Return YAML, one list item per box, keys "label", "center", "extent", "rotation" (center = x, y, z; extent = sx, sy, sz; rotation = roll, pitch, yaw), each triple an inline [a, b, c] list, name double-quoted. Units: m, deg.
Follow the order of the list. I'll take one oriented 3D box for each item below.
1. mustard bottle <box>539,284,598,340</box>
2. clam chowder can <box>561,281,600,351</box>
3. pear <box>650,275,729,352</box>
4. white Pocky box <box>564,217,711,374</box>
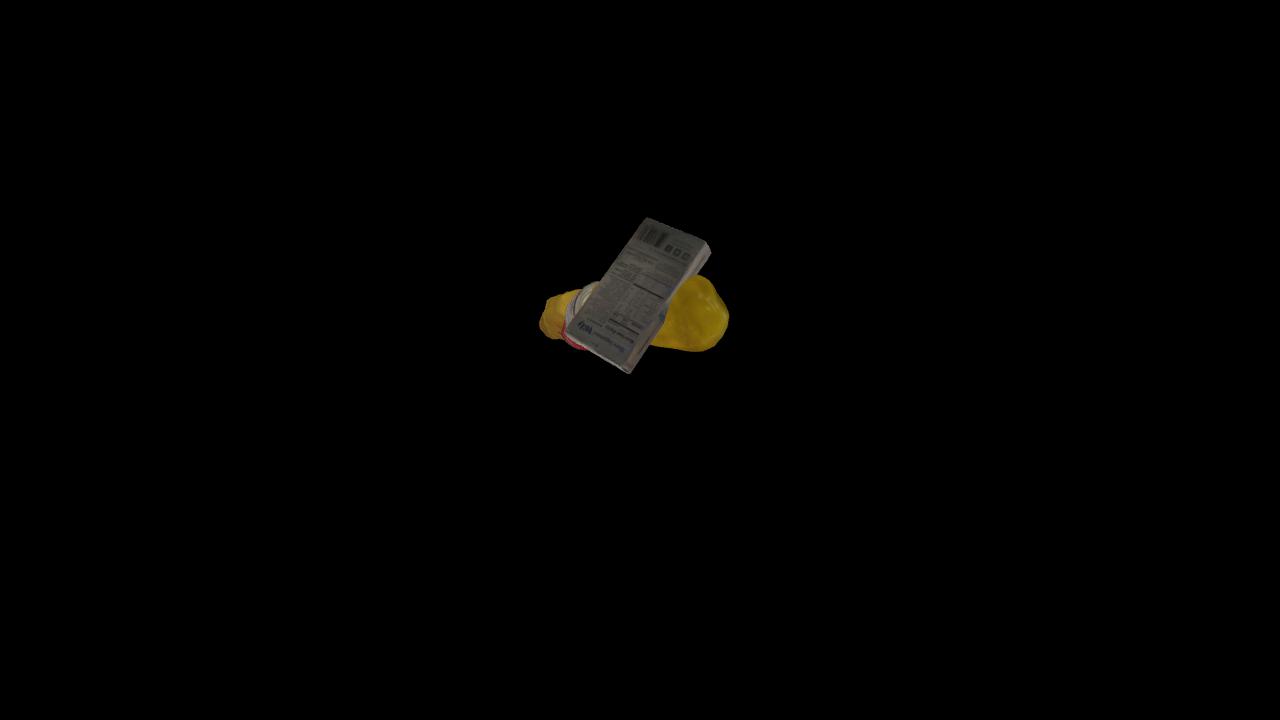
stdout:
- label: "mustard bottle"
  center: [-0.065, -0.052, 0.733]
  extent: [0.092, 0.054, 0.184]
  rotation: [11, -12, -40]
- label: "clam chowder can"
  center: [-0.053, -0.049, 0.703]
  extent: [0.068, 0.068, 0.102]
  rotation: [0, -5, -16]
- label: "pear"
  center: [0.035, -0.037, 0.641]
  extent: [0.111, 0.080, 0.080]
  rotation: [-31, -9, 15]
- label: "white Pocky box"
  center: [-0.002, -0.069, 0.631]
  extent: [0.084, 0.154, 0.028]
  rotation: [30, -9, 29]
